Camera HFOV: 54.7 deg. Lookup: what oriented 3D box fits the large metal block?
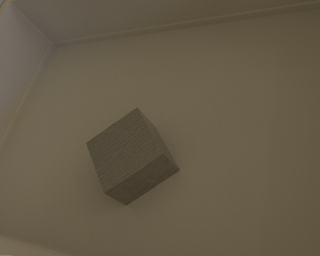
[{"bbox_3d":[-0.035,0.035,0.385,0.080,0.050,0.080,-35,52,5],"label":"large metal block"}]
